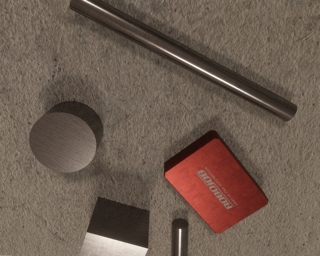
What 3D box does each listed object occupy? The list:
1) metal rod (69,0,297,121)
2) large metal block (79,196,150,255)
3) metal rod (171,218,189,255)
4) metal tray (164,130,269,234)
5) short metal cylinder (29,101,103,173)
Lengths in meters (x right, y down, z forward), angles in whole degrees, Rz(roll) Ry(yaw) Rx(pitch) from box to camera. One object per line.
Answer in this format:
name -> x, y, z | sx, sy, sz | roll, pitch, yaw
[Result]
metal rod -> 0.036, -0.084, 0.379 | 0.301, 0.025, 0.025 | 26, 108, -10
large metal block -> -0.062, 0.150, 0.435 | 0.080, 0.080, 0.050 | 18, 109, -7
metal rod -> 0.031, 0.282, 0.514 | 0.025, 0.025, 0.298 | 0, 110, 0
metal tray -> 0.078, 0.078, 0.437 | 0.090, 0.030, 0.130 | -37, 107, 12
short metal cylinder -> -0.118, 0.010, 0.399 | 0.081, 0.050, 0.079 | 0, 110, -1
